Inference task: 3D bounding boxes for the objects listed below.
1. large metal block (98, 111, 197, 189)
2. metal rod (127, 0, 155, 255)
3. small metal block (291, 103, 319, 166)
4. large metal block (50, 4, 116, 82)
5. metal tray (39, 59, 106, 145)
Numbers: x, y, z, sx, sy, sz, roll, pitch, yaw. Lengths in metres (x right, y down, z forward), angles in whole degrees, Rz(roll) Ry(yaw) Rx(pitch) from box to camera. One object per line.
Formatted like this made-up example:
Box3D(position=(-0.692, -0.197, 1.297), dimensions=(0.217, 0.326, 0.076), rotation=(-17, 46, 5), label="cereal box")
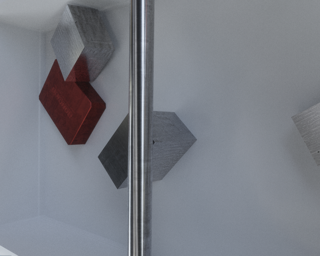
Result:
Box3D(position=(-0.015, 0.025, 0.382), dimensions=(0.080, 0.081, 0.050), rotation=(-52, 60, 27), label="large metal block")
Box3D(position=(-0.020, 0.016, 0.316), dimensions=(0.025, 0.025, 0.298), rotation=(2, 92, 39), label="metal rod")
Box3D(position=(0.156, 0.001, 0.277), dimensions=(0.050, 0.025, 0.050), rotation=(-33, 70, 34), label="small metal block")
Box3D(position=(-0.122, -0.128, 0.480), dimensions=(0.080, 0.050, 0.080), rotation=(-42, 64, 43), label="large metal block")
Box3D(position=(-0.153, -0.045, 0.527), dimensions=(0.130, 0.030, 0.089), rotation=(49, 119, 28), label="metal tray")
